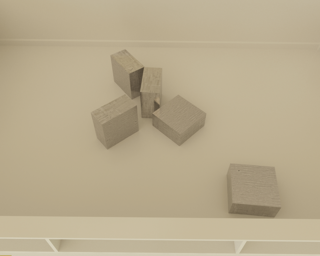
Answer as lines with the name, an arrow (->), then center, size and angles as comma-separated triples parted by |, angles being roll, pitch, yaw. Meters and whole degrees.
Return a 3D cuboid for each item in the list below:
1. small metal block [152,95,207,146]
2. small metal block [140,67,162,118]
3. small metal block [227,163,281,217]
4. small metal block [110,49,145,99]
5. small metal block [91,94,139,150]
small metal block -> 0.025, -0.011, 0.415 | 0.050, 0.025, 0.050 | 38, 59, 27
small metal block -> -0.011, -0.048, 0.429 | 0.025, 0.050, 0.050 | 3, 50, 2
small metal block -> 0.103, 0.069, 0.348 | 0.050, 0.025, 0.050 | 5, 50, 3
small metal block -> -0.046, -0.079, 0.454 | 0.025, 0.050, 0.050 | -29, 56, -22
small metal block -> -0.056, -0.007, 0.394 | 0.050, 0.050, 0.025 | -32, 57, -24
